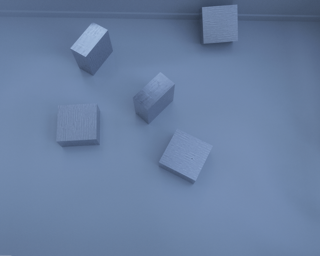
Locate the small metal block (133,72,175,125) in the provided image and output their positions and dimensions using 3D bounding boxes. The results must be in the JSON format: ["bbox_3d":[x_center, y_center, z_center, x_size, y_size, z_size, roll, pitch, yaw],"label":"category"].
[{"bbox_3d":[-0.007,-0.038,0.410,0.025,0.050,0.050,41,75,13],"label":"small metal block"}]

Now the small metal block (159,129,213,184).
[{"bbox_3d":[0.032,0.037,0.397,0.050,0.025,0.050,26,72,9],"label":"small metal block"}]

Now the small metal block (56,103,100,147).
[{"bbox_3d":[-0.107,-0.004,0.410,0.050,0.025,0.050,-3,70,-2],"label":"small metal block"}]

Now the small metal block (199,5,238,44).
[{"bbox_3d":[0.085,-0.151,0.453,0.050,0.025,0.050,-5,105,-2],"label":"small metal block"}]

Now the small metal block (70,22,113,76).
[{"bbox_3d":[-0.094,-0.110,0.435,0.025,0.050,0.050,30,73,10],"label":"small metal block"}]
